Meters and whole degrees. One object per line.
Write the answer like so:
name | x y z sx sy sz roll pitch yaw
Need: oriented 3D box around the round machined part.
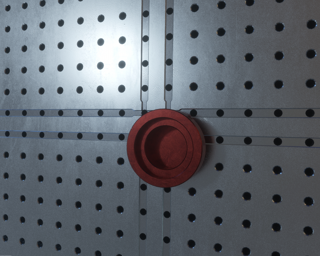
round machined part | 0.010 0.025 0.399 0.098 0.042 0.097 0 90 19
